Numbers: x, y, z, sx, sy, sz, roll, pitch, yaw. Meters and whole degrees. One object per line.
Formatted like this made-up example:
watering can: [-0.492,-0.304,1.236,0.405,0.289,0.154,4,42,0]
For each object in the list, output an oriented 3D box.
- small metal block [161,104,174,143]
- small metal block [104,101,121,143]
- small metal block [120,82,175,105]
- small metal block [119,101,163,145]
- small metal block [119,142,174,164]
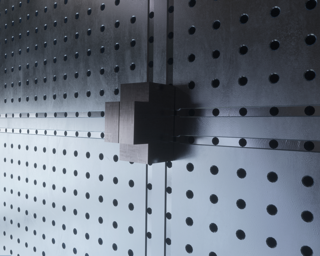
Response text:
small metal block: [-0.009,-0.007,0.417,0.050,0.025,0.050,2,92,41]
small metal block: [-0.043,-0.007,0.396,0.025,0.050,0.050,2,92,40]
small metal block: [-0.016,-0.044,0.407,0.050,0.050,0.025,3,92,40]
small metal block: [-0.022,-0.006,0.380,0.025,0.050,0.050,3,92,41]
small metal block: [-0.017,0.030,0.408,0.050,0.050,0.025,2,91,40]
